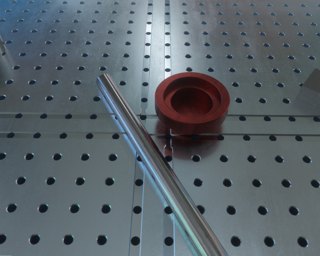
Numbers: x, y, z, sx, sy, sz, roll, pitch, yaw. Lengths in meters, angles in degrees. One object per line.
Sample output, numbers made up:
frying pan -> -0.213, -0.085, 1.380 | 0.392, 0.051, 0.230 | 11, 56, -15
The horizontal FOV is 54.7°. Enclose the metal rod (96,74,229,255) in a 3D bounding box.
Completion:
metal rod -> -0.014, 0.030, 0.382 | 0.025, 0.025, 0.300 | -22, 54, -18

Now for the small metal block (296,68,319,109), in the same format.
small metal block -> 0.240, -0.056, 0.458 | 0.050, 0.025, 0.050 | 32, 57, 23

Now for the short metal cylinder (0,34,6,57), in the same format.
short metal cylinder -> -0.306, -0.146, 0.510 | 0.081, 0.050, 0.080 | 0, 50, 0

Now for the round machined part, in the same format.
round machined part -> 0.043, -0.029, 0.421 | 0.099, 0.042, 0.098 | 0, 50, 0
